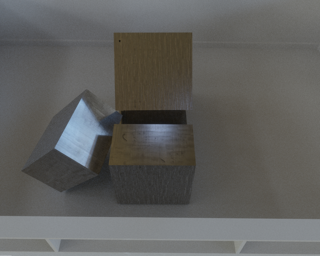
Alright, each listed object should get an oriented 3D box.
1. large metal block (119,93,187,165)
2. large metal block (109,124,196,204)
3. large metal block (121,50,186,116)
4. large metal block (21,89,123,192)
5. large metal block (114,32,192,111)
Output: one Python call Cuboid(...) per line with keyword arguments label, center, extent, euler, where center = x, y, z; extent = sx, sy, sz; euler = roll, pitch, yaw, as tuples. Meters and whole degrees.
Cuboid(label="large metal block", center=(-0.009, 0.001, 0.388), extent=(0.081, 0.050, 0.080), euler=(0, 50, -1))
Cuboid(label="large metal block", center=(-0.007, 0.041, 0.332), extent=(0.081, 0.080, 0.050), euler=(0, 50, 0))
Cuboid(label="large metal block", center=(-0.009, -0.060, 0.417), extent=(0.081, 0.080, 0.050), euler=(-1, 50, -1))
Cuboid(label="large metal block", center=(-0.096, 0.016, 0.342), extent=(0.050, 0.080, 0.080), euler=(38, 46, -25))
Cuboid(label="large metal block", center=(-0.007, -0.061, 0.345), extent=(0.081, 0.079, 0.050), euler=(-1, 5, -1))
